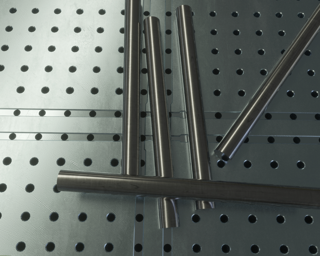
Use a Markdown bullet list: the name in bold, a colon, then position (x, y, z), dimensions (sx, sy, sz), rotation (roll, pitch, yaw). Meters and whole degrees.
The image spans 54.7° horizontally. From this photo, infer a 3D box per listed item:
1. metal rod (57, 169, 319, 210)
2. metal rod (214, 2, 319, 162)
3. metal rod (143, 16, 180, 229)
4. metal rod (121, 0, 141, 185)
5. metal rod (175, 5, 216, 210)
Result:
- **metal rod**: position (0.035, 0.071, 0.358), dimensions (0.302, 0.025, 0.025), rotation (4, 70, 1)
- **metal rod**: position (0.170, -0.077, 0.441), dimensions (0.025, 0.025, 0.300), rotation (35, 73, 11)
- **metal rod**: position (-0.001, -0.021, 0.419), dimensions (0.025, 0.025, 0.299), rotation (-4, 70, -2)
- **metal rod**: position (-0.039, -0.067, 0.435), dimensions (0.025, 0.025, 0.299), rotation (-1, 70, -1)
- **metal rod**: position (0.046, -0.041, 0.427), dimensions (0.025, 0.025, 0.299), rotation (-3, 70, -2)
